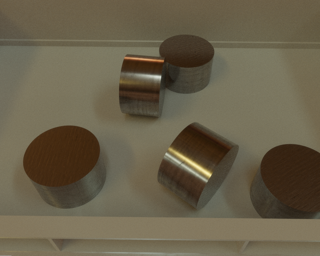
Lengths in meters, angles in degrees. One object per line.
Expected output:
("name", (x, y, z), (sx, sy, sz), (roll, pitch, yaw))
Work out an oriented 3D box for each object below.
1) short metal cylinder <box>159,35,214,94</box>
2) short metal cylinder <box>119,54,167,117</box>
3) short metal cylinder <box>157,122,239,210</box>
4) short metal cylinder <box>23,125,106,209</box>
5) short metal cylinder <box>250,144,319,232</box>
("short metal cylinder", (0.039, -0.098, 0.471), (0.080, 0.050, 0.080), (0, 50, 0))
("short metal cylinder", (-0.021, -0.057, 0.417), (0.050, 0.080, 0.080), (6, 50, 5))
("short metal cylinder", (0.042, 0.040, 0.336), (0.050, 0.080, 0.080), (31, 57, 23))
("short metal cylinder", (-0.105, 0.044, 0.351), (0.080, 0.050, 0.080), (0, 50, 0))
("short metal cylinder", (0.144, 0.064, 0.336), (0.080, 0.050, 0.080), (0, 50, 0))
